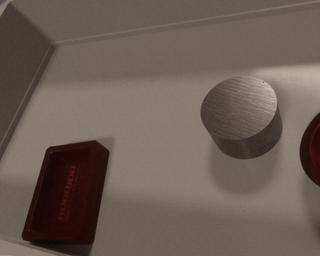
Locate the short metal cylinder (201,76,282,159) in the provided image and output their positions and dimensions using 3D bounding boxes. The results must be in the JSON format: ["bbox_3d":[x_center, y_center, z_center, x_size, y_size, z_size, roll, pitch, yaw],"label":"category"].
[{"bbox_3d":[0.092,-0.011,0.348,0.080,0.050,0.080,-13,56,20],"label":"short metal cylinder"}]

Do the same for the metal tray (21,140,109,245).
[{"bbox_3d":[-0.123,0.084,0.412,0.090,0.030,0.130,-9,58,23],"label":"metal tray"}]

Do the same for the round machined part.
[{"bbox_3d":[0.180,0.020,0.272,0.098,0.042,0.098,-39,32,32],"label":"round machined part"}]
